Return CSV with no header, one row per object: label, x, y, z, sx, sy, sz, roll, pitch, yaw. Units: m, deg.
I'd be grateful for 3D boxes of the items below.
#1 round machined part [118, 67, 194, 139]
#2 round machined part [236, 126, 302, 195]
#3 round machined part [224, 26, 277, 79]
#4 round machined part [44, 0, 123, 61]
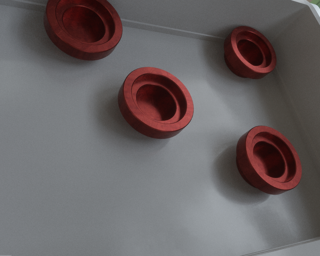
round machined part,-0.008,-0.029,0.407,0.099,0.042,0.098,14,56,-21
round machined part,0.150,0.049,0.445,0.099,0.042,0.098,14,56,-21
round machined part,0.155,-0.129,0.552,0.099,0.042,0.098,11,63,-22
round machined part,-0.104,-0.133,0.413,0.099,0.042,0.098,11,66,-26
